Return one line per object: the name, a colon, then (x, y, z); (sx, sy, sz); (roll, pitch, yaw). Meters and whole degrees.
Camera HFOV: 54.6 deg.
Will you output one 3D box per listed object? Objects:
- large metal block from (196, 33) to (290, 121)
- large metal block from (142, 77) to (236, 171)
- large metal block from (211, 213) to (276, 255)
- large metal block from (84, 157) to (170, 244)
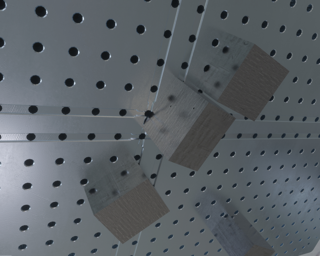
large metal block: (0.110, -0.066, 0.414); (0.080, 0.050, 0.080); (22, 107, -36)
large metal block: (0.033, -0.006, 0.389); (0.050, 0.080, 0.080); (25, 105, -37)
large metal block: (0.159, 0.218, 0.596); (0.080, 0.080, 0.050); (30, 102, -38)
large metal block: (-0.044, 0.102, 0.433); (0.080, 0.050, 0.080); (-33, 129, -6)
